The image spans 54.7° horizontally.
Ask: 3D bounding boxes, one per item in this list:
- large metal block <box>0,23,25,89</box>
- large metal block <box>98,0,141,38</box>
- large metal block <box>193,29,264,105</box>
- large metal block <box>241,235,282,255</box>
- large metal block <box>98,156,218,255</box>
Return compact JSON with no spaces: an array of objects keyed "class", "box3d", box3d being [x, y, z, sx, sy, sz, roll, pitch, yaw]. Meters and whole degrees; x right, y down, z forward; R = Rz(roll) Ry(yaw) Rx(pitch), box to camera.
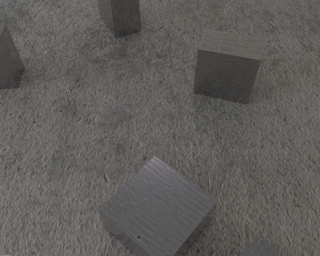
[{"class":"large metal block","box3d":[-0.257,-0.102,0.451,0.081,0.080,0.050,-3,50,-3]},{"class":"large metal block","box3d":[-0.075,-0.222,0.553,0.050,0.080,0.080,-21,53,-17]},{"class":"large metal block","box3d":[0.095,-0.087,0.441,0.080,0.080,0.050,13,51,10]},{"class":"large metal block","box3d":[0.087,0.154,0.258,0.080,0.050,0.080,-37,59,-27]},{"class":"large metal block","box3d":[-0.001,0.088,0.312,0.080,0.050,0.080,33,57,24]}]
